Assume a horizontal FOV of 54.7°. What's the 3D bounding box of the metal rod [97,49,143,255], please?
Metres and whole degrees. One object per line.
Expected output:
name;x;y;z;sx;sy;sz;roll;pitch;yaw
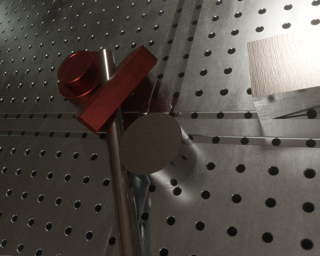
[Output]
metal rod;-0.056;0.017;0.404;0.025;0.025;0.299;-21;61;16

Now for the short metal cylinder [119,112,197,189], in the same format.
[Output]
short metal cylinder;-0.002;0.028;0.375;0.080;0.050;0.080;-13;56;20

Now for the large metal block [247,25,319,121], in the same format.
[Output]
large metal block;0.147;-0.061;0.352;0.080;0.050;0.080;-9;58;23

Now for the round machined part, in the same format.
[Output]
round machined part;-0.132;-0.092;0.520;0.098;0.042;0.098;-13;56;20

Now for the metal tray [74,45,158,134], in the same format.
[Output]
metal tray;-0.066;-0.055;0.441;0.130;0.030;0.090;-50;17;-8
